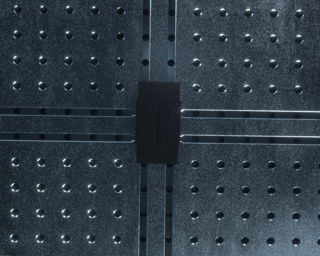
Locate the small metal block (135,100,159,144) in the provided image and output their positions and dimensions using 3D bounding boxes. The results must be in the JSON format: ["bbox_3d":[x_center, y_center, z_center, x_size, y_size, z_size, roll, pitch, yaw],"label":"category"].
[{"bbox_3d":[-0.015,-0.007,0.375,0.025,0.050,0.050,2,90,0],"label":"small metal block"}]

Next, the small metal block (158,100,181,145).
[{"bbox_3d":[0.011,-0.006,0.376,0.025,0.050,0.050,2,90,1],"label":"small metal block"}]

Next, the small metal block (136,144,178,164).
[{"bbox_3d":[-0.003,0.031,0.400,0.050,0.050,0.025,2,90,0],"label":"small metal block"}]

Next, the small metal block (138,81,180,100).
[{"bbox_3d":[-0.001,-0.044,0.400,0.050,0.050,0.025,2,90,0],"label":"small metal block"}]

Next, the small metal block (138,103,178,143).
[{"bbox_3d":[-0.003,-0.007,0.413,0.050,0.025,0.050,2,90,1],"label":"small metal block"}]
